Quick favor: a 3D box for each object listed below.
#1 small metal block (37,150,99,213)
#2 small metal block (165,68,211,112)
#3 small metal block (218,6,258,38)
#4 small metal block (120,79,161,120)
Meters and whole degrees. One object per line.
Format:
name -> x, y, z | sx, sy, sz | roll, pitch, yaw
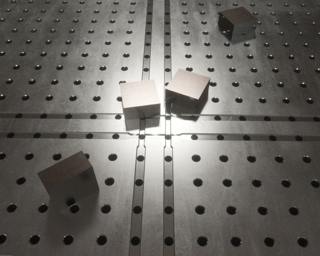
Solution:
small metal block -> -0.099, 0.059, 0.340 | 0.050, 0.050, 0.025 | -29, 56, -22
small metal block -> 0.041, -0.057, 0.456 | 0.050, 0.025, 0.050 | 20, 53, 16
small metal block -> 0.144, -0.198, 0.576 | 0.050, 0.025, 0.050 | -18, 53, -15
small metal block -> -0.029, -0.041, 0.442 | 0.050, 0.025, 0.050 | -8, 51, -7
